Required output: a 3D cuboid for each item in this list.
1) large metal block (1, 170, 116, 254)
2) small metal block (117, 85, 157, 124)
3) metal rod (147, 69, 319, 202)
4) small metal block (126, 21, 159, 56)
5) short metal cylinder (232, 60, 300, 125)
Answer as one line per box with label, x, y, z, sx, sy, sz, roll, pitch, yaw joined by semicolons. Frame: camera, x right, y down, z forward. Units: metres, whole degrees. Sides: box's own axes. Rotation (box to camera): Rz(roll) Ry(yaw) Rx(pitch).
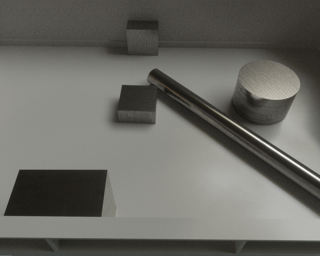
large metal block;-0.089;0.083;0.299;0.081;0.080;0.050;0;50;0
small metal block;-0.030;-0.033;0.433;0.050;0.025;0.050;2;50;1
metal rod;0.096;0.003;0.404;0.300;0.025;0.025;38;59;27
small metal block;-0.028;-0.148;0.513;0.050;0.050;0.025;1;50;0
short metal cylinder;0.146;-0.050;0.433;0.081;0.050;0.080;0;50;0
